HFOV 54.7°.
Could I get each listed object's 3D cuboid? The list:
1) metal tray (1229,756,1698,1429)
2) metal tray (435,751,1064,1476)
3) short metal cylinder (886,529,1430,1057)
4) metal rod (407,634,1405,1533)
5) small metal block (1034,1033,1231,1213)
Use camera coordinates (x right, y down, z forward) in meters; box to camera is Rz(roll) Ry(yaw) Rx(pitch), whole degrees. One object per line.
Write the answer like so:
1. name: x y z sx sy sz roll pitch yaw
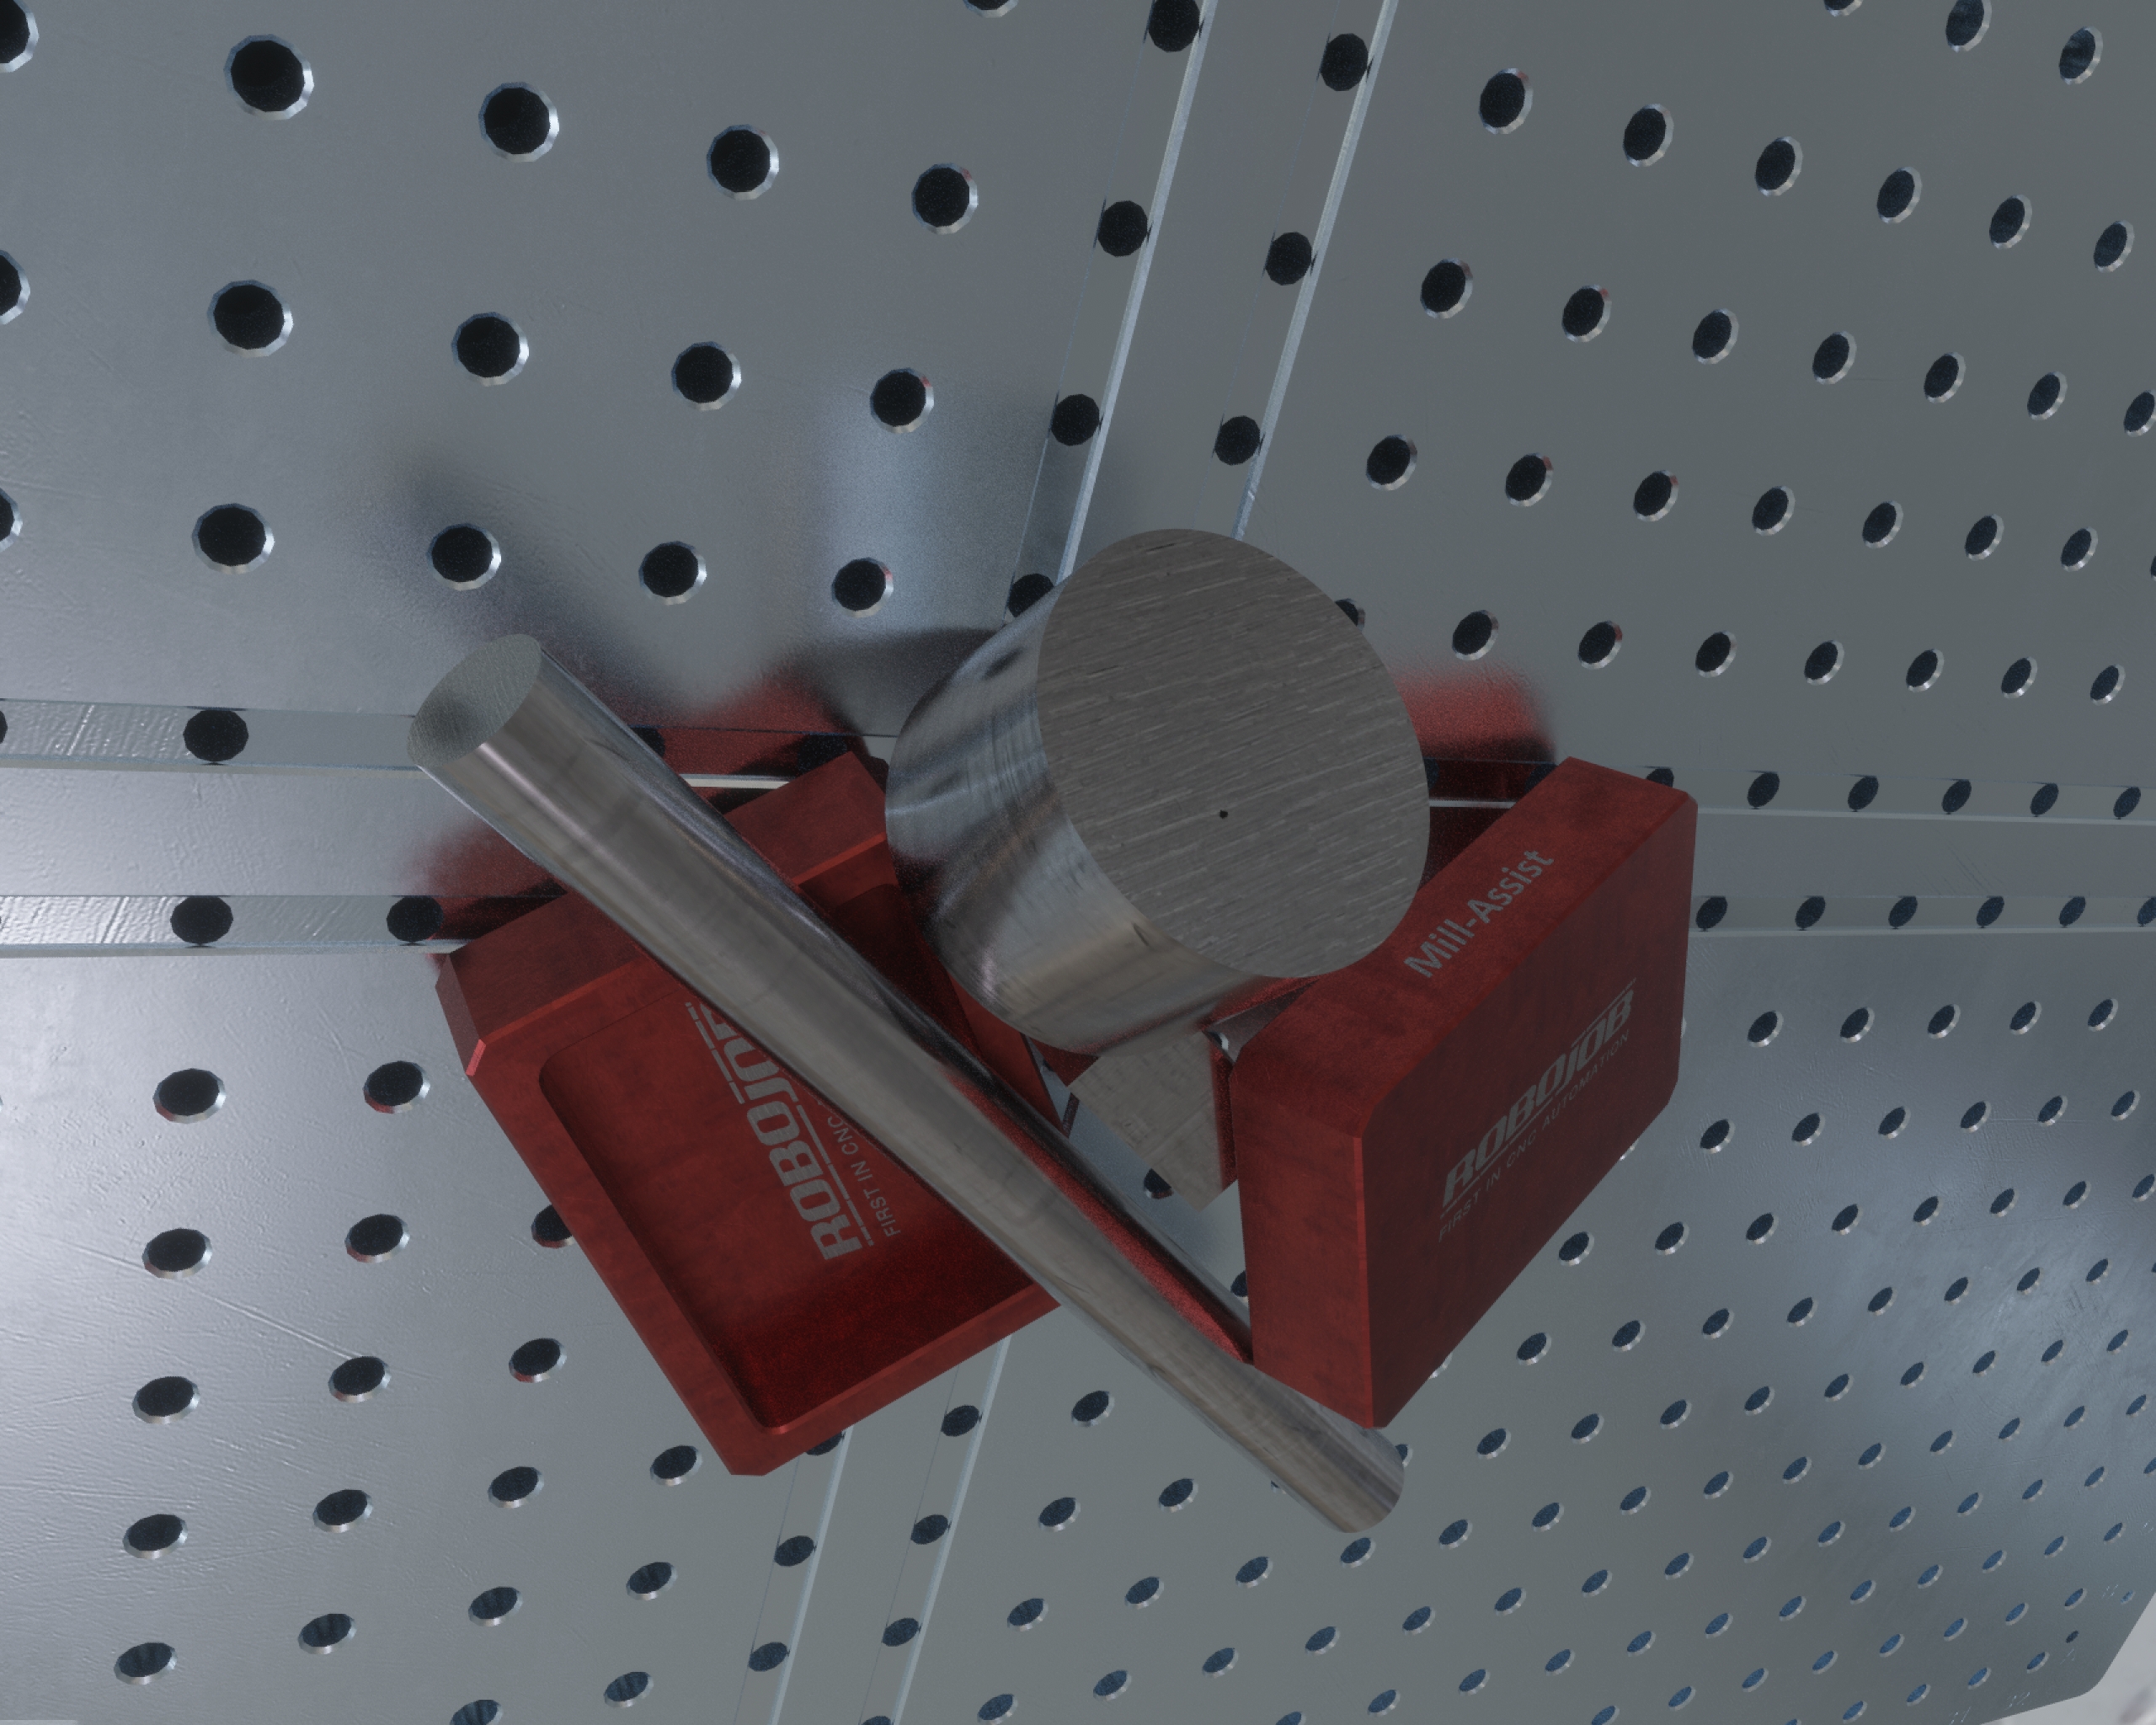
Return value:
1. metal tray: 0.086 0.046 0.446 0.131 0.030 0.089 -37 134 -36
2. metal tray: -0.053 0.053 0.406 0.090 0.030 0.129 -28 128 -11
3. short metal cylinder: 0.014 -0.011 0.364 0.081 0.080 0.050 8 156 -32
4. metal rod: -0.011 0.062 0.400 0.025 0.025 0.300 -42 130 0
5. small metal block: 0.010 0.035 0.417 0.025 0.050 0.050 -42 130 0
